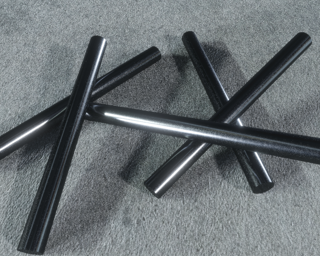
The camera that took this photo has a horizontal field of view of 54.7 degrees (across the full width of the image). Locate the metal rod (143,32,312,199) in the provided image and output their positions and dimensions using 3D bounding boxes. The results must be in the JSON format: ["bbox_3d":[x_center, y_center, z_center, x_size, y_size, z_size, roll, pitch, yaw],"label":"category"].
[{"bbox_3d":[0.096,-0.027,0.390,0.301,0.025,0.025,-42,61,-18],"label":"metal rod"}]

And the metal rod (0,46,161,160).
[{"bbox_3d":[-0.112,-0.040,0.435,0.025,0.025,0.302,37,59,27],"label":"metal rod"}]

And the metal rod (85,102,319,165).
[{"bbox_3d":[0.035,0.001,0.353,0.300,0.025,0.025,10,49,28],"label":"metal rod"}]

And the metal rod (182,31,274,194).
[{"bbox_3d":[0.083,-0.045,0.440,0.025,0.025,0.300,-10,51,-8],"label":"metal rod"}]

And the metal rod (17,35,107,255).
[{"bbox_3d":[-0.109,-0.004,0.382,0.025,0.025,0.300,5,57,4],"label":"metal rod"}]
